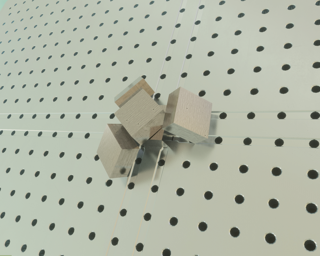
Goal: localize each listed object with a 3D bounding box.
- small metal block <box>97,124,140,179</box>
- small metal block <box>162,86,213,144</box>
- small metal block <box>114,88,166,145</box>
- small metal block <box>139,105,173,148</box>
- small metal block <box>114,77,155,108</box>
[{"bbox_3d":[-0.056,0.029,0.404,0.050,0.025,0.050,53,130,39],"label":"small metal block"},{"bbox_3d":[0.034,-0.015,0.381,0.025,0.050,0.050,-29,43,53],"label":"small metal block"},{"bbox_3d":[-0.023,-0.015,0.398,0.050,0.025,0.050,-41,51,-1],"label":"small metal block"},{"bbox_3d":[-0.009,-0.003,0.416,0.050,0.025,0.050,2,65,29],"label":"small metal block"},{"bbox_3d":[-0.038,-0.047,0.442,0.050,0.025,0.050,-40,15,1],"label":"small metal block"}]
